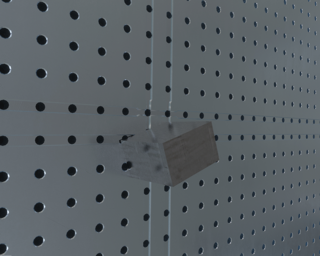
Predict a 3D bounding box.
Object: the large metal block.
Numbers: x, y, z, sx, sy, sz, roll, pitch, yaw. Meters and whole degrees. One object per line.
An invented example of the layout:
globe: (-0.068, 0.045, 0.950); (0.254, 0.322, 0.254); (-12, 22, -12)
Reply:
large metal block: (0.012, 0.027, 0.383); (0.081, 0.080, 0.050); (-22, 104, -38)
